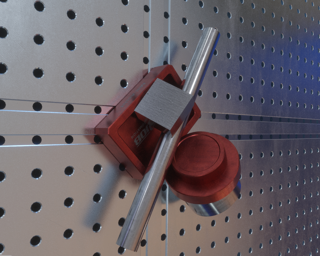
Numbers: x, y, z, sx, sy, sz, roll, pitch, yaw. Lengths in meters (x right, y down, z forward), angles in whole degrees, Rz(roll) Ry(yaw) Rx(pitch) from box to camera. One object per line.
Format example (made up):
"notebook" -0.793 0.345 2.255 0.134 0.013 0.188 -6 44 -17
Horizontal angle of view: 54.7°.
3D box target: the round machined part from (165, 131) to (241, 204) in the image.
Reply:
"round machined part" 0.051 0.043 0.393 0.098 0.098 0.042 -54 144 -27

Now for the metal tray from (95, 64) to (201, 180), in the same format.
"metal tray" -0.009 -0.009 0.399 0.130 0.030 0.090 -51 120 -28

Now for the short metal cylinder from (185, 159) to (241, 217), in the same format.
"short metal cylinder" 0.064 0.074 0.428 0.080 0.080 0.050 -51 121 -28

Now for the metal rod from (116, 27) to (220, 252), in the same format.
"metal rod" 0.017 0.000 0.386 0.025 0.025 0.300 35 68 -35

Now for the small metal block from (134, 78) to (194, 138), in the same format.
"small metal block" 0.006 -0.024 0.371 0.050 0.050 0.025 -56 161 -14
